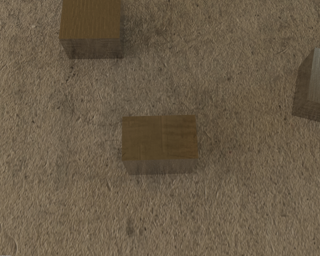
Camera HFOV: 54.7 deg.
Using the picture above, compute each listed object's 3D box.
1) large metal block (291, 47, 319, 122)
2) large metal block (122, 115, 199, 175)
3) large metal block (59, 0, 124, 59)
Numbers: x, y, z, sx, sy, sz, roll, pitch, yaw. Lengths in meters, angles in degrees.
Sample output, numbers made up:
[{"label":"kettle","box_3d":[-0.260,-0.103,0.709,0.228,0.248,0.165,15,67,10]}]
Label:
[{"label":"large metal block","box_3d":[0.232,-0.052,0.415,0.080,0.050,0.080,15,71,5]},{"label":"large metal block","box_3d":[0.000,0.023,0.370,0.081,0.080,0.050,-2,70,-1]},{"label":"large metal block","box_3d":[-0.095,-0.148,0.448,0.081,0.050,0.080,-1,70,-1]}]
